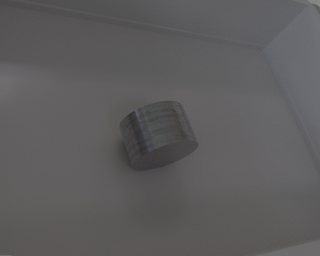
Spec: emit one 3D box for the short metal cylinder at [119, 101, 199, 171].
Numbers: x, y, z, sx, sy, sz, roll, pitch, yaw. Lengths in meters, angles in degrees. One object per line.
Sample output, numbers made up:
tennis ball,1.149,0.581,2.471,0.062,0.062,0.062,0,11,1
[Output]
short metal cylinder,-0.002,0.011,0.362,0.081,0.080,0.050,-7,65,-31
